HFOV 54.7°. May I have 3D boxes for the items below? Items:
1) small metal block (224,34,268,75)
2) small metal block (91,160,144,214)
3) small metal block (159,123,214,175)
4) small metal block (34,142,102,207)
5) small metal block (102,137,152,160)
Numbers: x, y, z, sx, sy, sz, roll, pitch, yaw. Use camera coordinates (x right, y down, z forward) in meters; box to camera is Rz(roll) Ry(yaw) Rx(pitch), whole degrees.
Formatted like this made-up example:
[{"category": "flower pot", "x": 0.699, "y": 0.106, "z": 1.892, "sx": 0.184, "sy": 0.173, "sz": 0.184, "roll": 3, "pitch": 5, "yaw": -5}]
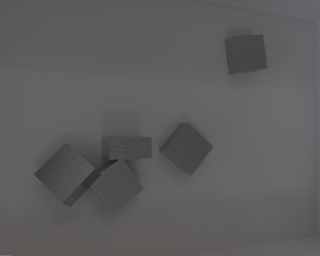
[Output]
[{"category": "small metal block", "x": 0.127, "y": -0.108, "z": 0.457, "sx": 0.050, "sy": 0.025, "sz": 0.050, "roll": -10, "pitch": 94, "yaw": -20}, {"category": "small metal block", "x": -0.057, "y": 0.070, "z": 0.389, "sx": 0.050, "sy": 0.025, "sz": 0.050, "roll": -35, "pitch": 102, "yaw": -16}, {"category": "small metal block", "x": 0.036, "y": 0.028, "z": 0.424, "sx": 0.050, "sy": 0.025, "sz": 0.050, "roll": 43, "pitch": 77, "yaw": -15}, {"category": "small metal block", "x": -0.106, "y": 0.054, "z": 0.359, "sx": 0.050, "sy": 0.025, "sz": 0.050, "roll": 38, "pitch": 75, "yaw": 20}, {"category": "small metal block", "x": -0.042, "y": 0.024, "z": 0.382, "sx": 0.050, "sy": 0.050, "sz": 0.025, "roll": 0, "pitch": 90, "yaw": -20}]
